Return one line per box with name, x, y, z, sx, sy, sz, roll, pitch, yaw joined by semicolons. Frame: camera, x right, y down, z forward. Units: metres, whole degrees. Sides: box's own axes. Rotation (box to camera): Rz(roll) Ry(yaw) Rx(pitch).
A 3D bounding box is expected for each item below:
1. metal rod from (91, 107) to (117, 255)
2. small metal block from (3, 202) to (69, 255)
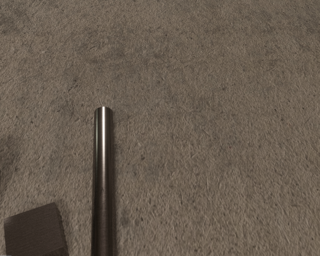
metal rod;-0.058;0.094;0.323;0.025;0.025;0.300;-5;50;-5
small metal block;-0.124;0.109;0.310;0.050;0.025;0.050;-17;52;-14
